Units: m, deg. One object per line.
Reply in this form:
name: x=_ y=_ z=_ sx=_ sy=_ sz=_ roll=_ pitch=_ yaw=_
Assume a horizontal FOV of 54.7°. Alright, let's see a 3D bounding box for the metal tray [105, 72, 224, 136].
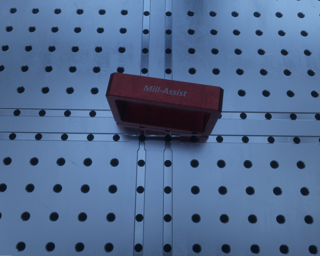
metal tray: x=0.006 y=-0.026 z=0.386 sx=0.131 sy=0.090 sz=0.030 roll=8 pitch=71 yaw=2
